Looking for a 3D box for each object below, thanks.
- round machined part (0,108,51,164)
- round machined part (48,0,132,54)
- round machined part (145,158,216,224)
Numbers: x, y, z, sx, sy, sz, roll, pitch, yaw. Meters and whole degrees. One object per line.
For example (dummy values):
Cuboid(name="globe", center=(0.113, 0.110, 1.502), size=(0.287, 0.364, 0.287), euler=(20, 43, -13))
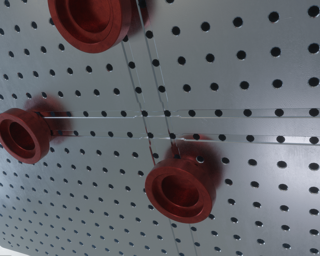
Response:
Cuboid(name="round machined part", center=(-0.226, 0.009, 0.527), size=(0.098, 0.042, 0.097), euler=(13, 124, 21))
Cuboid(name="round machined part", center=(-0.075, -0.139, 0.355), size=(0.098, 0.042, 0.097), euler=(13, 124, 21))
Cuboid(name="round machined part", center=(0.032, 0.083, 0.435), size=(0.098, 0.042, 0.097), euler=(13, 124, 21))
